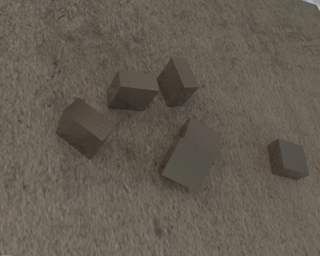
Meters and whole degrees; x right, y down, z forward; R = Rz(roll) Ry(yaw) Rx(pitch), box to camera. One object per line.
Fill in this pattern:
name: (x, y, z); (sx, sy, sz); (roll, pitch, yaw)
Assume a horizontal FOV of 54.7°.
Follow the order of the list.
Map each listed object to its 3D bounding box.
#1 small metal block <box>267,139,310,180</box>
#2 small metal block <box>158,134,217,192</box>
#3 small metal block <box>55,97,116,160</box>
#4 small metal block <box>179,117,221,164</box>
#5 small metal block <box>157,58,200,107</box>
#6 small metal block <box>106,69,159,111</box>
small metal block: (0.200, 0.050, 0.484); (0.050, 0.025, 0.050); (16, 55, -20)
small metal block: (0.033, 0.043, 0.381); (0.050, 0.025, 0.050); (27, 91, -12)
small metal block: (-0.083, 0.002, 0.343); (0.050, 0.050, 0.025); (38, 51, -3)
small metal block: (0.051, 0.021, 0.420); (0.050, 0.025, 0.050); (29, 52, -10)
small metal block: (0.024, -0.065, 0.442); (0.025, 0.050, 0.050); (-7, 65, -32)
small metal block: (-0.036, -0.047, 0.398); (0.050, 0.050, 0.025); (4, 60, -27)
